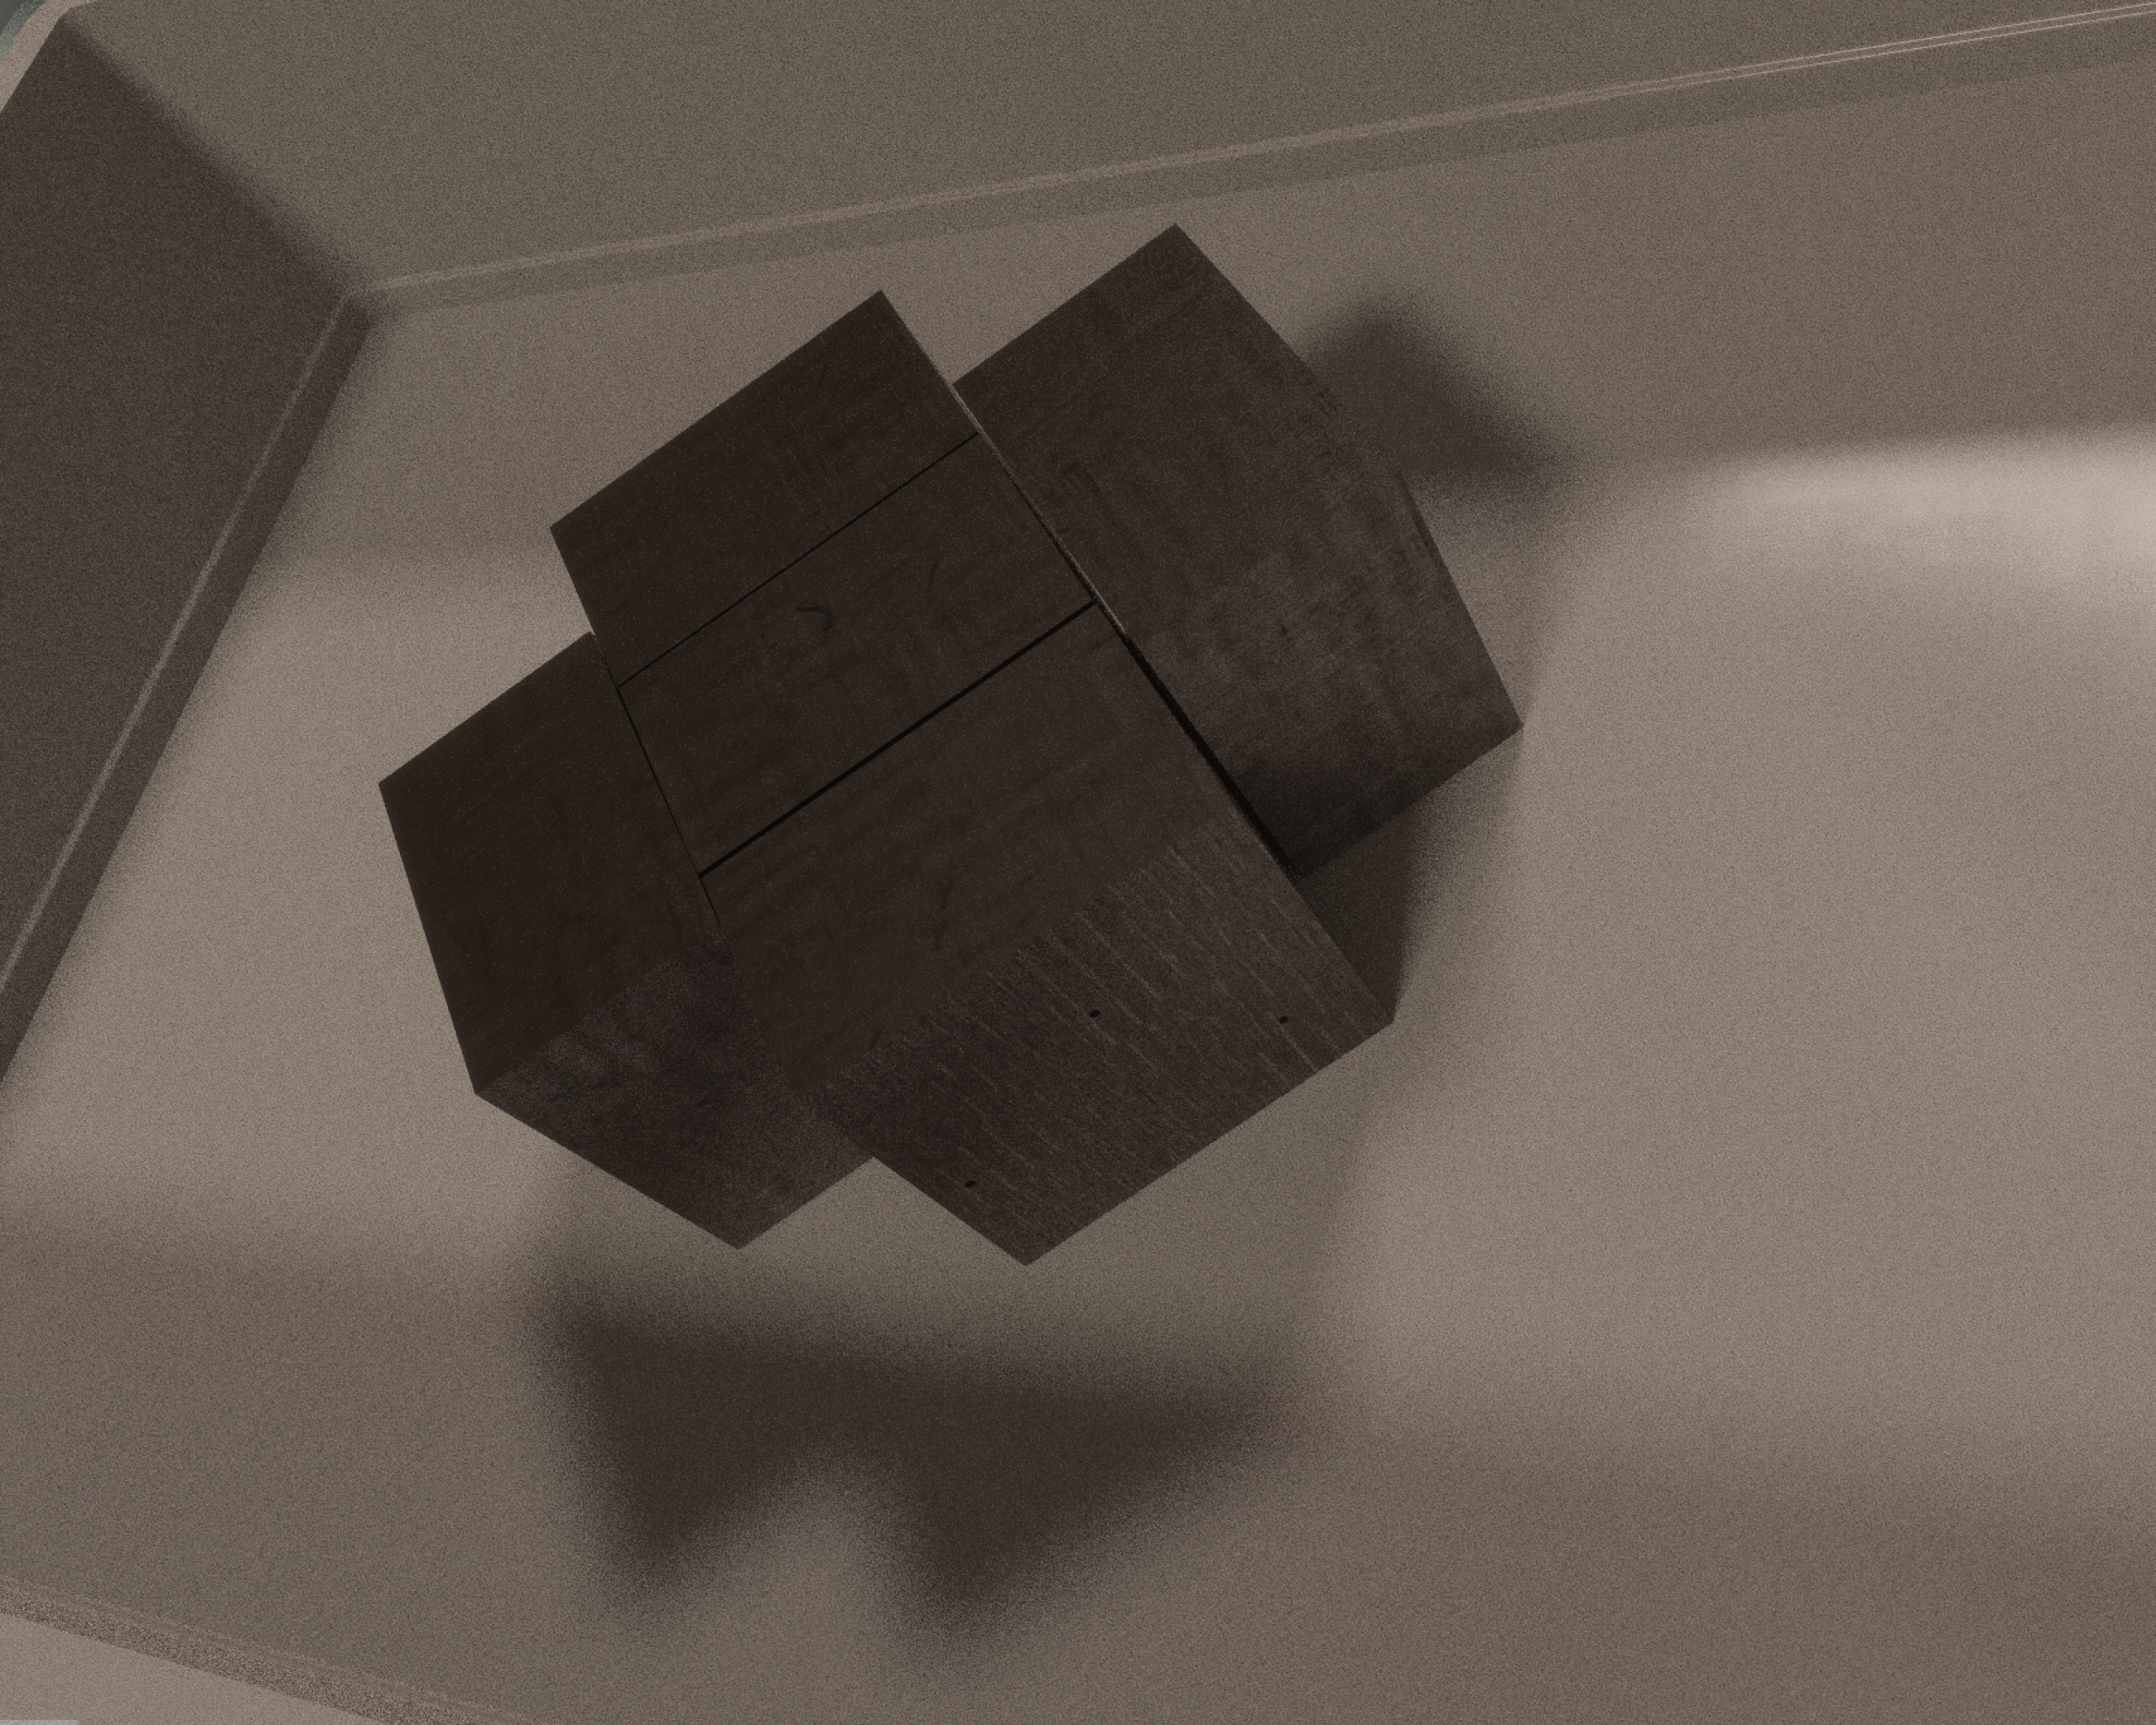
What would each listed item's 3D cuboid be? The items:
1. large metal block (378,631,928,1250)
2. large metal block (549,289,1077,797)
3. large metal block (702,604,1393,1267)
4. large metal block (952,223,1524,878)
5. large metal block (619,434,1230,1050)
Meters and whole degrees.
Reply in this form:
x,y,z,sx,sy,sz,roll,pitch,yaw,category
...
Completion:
x,y,z,sx,sy,sz,roll,pitch,yaw,category
-0.079,0.016,0.399,0.050,0.080,0.080,-35,52,5,large metal block
-0.044,-0.053,0.423,0.080,0.080,0.050,-35,52,5,large metal block
-0.003,0.016,0.361,0.080,0.080,0.050,-35,52,5,large metal block
0.030,-0.057,0.387,0.050,0.080,0.080,-35,52,5,large metal block
-0.024,-0.019,0.392,0.080,0.080,0.050,-35,52,5,large metal block
